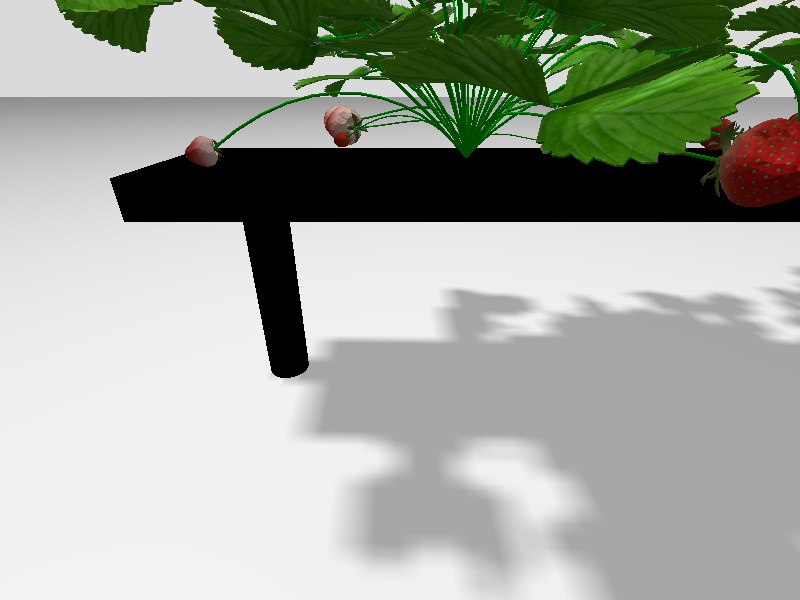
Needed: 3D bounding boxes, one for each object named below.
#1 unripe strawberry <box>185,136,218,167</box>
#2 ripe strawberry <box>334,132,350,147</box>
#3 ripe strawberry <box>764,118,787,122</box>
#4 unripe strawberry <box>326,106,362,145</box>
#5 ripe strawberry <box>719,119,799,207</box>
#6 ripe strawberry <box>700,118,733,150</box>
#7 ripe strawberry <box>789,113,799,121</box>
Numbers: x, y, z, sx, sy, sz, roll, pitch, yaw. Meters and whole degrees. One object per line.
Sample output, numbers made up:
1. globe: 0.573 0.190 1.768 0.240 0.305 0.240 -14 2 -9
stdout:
1. unripe strawberry: -0.146 -0.108 0.293 0.022 0.021 0.020 -14 30 -5
2. ripe strawberry: -0.055 -0.152 0.379 0.016 0.013 0.016 -1 25 30
3. ripe strawberry: 0.289 -0.121 0.307 0.033 0.033 0.031 3 28 5
4. unripe strawberry: -0.058 -0.175 0.402 0.038 0.037 0.035 19 34 33
5. ripe strawberry: 0.173 -0.061 0.184 0.044 0.039 0.040 -19 34 -32
6. ripe strawberry: 0.290 -0.153 0.371 0.028 0.027 0.026 6 29 12
7. ripe strawberry: 0.495 -0.221 0.494 0.029 0.025 0.029 -1 21 -3
